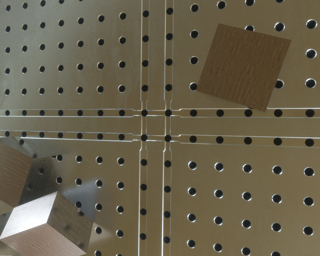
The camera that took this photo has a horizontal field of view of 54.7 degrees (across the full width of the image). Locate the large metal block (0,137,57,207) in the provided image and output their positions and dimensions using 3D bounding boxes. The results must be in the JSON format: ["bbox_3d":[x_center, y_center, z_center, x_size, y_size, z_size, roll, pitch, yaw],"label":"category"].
[{"bbox_3d":[-0.218,0.065,0.474,0.080,0.050,0.080,22,97,18],"label":"large metal block"}]

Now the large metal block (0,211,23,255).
[{"bbox_3d":[-0.228,0.176,0.462,0.050,0.080,0.079,10,93,19],"label":"large metal block"}]

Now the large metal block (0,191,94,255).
[{"bbox_3d":[-0.154,0.142,0.430,0.080,0.050,0.080,-23,125,18],"label":"large metal block"}]

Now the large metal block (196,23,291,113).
[{"bbox_3d":[0.098,-0.068,0.365,0.080,0.050,0.080,20,97,18],"label":"large metal block"}]
